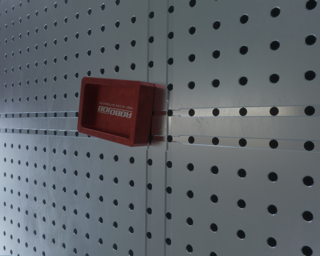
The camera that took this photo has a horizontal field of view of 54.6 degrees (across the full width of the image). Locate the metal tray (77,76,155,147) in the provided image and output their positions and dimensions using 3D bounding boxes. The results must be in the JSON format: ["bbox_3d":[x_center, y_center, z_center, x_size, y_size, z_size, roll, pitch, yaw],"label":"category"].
[{"bbox_3d":[-0.070,-0.028,0.465,0.130,0.030,0.089,11,97,39],"label":"metal tray"}]
